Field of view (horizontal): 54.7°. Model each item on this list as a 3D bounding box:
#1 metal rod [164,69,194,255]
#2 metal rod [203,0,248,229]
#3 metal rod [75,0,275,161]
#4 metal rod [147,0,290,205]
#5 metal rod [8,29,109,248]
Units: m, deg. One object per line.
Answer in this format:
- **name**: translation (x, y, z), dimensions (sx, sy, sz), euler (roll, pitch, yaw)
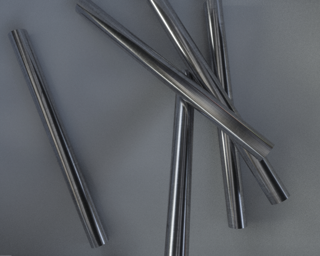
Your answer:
- **metal rod**: translation (0.023, 0.063, 0.348), dimensions (0.025, 0.025, 0.299), euler (5, 64, 0)
- **metal rod**: translation (0.087, -0.018, 0.411), dimensions (0.025, 0.025, 0.298), euler (-6, 90, 0)
- **metal rod**: translation (0.009, -0.067, 0.380), dimensions (0.300, 0.025, 0.025), euler (40, 90, 12)
- **metal rod**: translation (0.069, -0.042, 0.388), dimensions (0.025, 0.025, 0.299), euler (-31, 84, 0)
- **metal rod**: translation (-0.134, 0.014, 0.410), dimensions (0.025, 0.025, 0.299), euler (-21, 90, 0)
